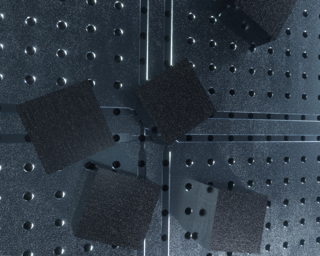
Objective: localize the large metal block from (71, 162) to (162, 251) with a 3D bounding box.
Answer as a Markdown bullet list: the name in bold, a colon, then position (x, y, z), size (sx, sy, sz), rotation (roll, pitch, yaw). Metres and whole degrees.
- **large metal block**: position (-0.054, 0.095, 0.380), size (0.080, 0.050, 0.080), rotation (20, 83, -19)

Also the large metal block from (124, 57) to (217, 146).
- **large metal block**: position (0.013, -0.033, 0.405), size (0.080, 0.050, 0.080), rotation (-34, 102, -17)

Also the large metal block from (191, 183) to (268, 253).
- **large metal block**: position (0.098, 0.126, 0.437), size (0.081, 0.050, 0.080), rotation (11, 86, -20)

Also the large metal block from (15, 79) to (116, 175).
- **large metal block**: position (-0.108, -0.002, 0.360), size (0.081, 0.050, 0.080), rotation (-25, 99, -19)

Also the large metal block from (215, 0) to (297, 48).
- **large metal block**: position (0.142, -0.179, 0.453), size (0.080, 0.050, 0.080), rotation (33, 79, -18)
